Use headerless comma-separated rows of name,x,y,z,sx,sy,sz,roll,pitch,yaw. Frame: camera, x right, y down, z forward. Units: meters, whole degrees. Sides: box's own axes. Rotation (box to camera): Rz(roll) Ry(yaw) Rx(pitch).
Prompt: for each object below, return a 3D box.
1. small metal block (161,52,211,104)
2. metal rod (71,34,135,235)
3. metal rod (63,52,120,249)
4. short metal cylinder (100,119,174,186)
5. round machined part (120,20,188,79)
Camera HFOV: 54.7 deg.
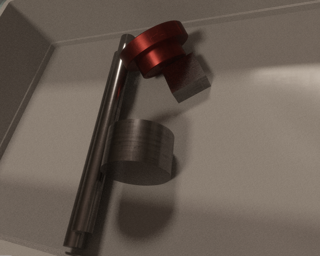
small metal block,0.036,-0.070,0.429,0.050,0.025,0.050,-28,53,10
metal rod,-0.070,-0.011,0.426,0.025,0.025,0.299,-6,59,25
metal rod,-0.083,0.012,0.440,0.025,0.025,0.299,-5,59,25
short metal cylinder,-0.025,0.031,0.363,0.080,0.080,0.050,-8,59,24
round machined part,-0.003,-0.104,0.435,0.098,0.098,0.042,-29,88,9
